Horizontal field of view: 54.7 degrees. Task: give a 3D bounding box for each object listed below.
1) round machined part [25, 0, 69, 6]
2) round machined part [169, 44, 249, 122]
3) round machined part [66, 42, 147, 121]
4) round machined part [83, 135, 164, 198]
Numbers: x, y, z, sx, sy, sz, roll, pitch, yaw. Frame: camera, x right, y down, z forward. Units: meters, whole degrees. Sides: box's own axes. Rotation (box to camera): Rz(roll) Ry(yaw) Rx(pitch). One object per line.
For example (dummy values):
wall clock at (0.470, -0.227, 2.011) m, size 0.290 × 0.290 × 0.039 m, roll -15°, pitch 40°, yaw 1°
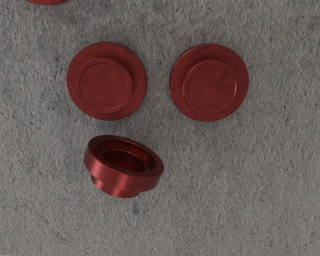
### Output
round machined part at (-0.130, -0.184, 0.332) m, size 0.099 × 0.042 × 0.097 m, roll 0°, pitch 110°, yaw 0°
round machined part at (0.061, -0.053, 0.382) m, size 0.099 × 0.042 × 0.097 m, roll 0°, pitch 110°, yaw 0°
round machined part at (-0.066, -0.054, 0.380) m, size 0.099 × 0.042 × 0.097 m, roll 0°, pitch 110°, yaw 0°
round machined part at (-0.048, 0.051, 0.389) m, size 0.099 × 0.098 × 0.042 m, roll 20°, pitch 109°, yaw -7°
